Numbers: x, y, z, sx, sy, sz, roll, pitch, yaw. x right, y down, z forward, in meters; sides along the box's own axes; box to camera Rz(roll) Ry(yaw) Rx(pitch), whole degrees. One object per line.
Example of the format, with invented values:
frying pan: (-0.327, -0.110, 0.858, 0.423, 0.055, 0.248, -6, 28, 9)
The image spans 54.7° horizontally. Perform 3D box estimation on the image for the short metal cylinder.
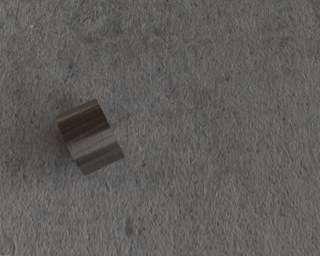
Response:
short metal cylinder: (-0.083, 0.011, 0.374, 0.050, 0.080, 0.080, -26, 72, -9)
